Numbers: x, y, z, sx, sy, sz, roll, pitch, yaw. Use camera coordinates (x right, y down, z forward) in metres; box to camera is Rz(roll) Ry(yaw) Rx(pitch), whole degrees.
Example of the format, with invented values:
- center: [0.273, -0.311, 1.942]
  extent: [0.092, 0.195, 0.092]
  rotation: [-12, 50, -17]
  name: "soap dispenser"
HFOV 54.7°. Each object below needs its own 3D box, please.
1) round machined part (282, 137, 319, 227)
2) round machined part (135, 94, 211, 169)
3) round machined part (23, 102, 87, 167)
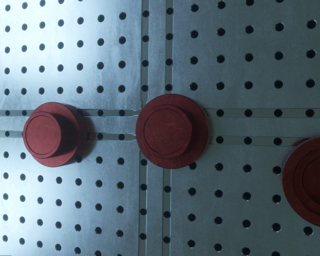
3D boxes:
- center: [0.186, 0.056, 0.338]
  extent: [0.098, 0.042, 0.097]
  rotation: [0, 90, 19]
  name: "round machined part"
- center: [0.013, 0.004, 0.398]
  extent: [0.098, 0.042, 0.097]
  rotation: [0, 90, 19]
  name: "round machined part"
- center: [-0.161, 0.010, 0.459]
  extent: [0.098, 0.042, 0.097]
  rotation: [0, 90, 19]
  name: "round machined part"
